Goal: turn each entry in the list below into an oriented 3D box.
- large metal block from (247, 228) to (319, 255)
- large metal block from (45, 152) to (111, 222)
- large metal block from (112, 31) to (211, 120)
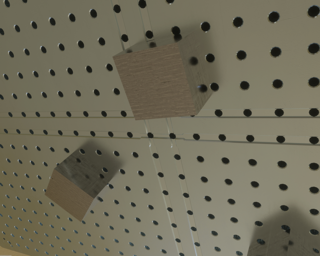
[{"bbox_3d":[0.175,0.197,0.425,0.080,0.050,0.080,42,129,-1],"label":"large metal block"},{"bbox_3d":[-0.142,0.102,0.534,0.080,0.050,0.080,36,129,4],"label":"large metal block"},{"bbox_3d":[0.004,-0.058,0.357,0.080,0.050,0.080,-4,117,30],"label":"large metal block"}]
